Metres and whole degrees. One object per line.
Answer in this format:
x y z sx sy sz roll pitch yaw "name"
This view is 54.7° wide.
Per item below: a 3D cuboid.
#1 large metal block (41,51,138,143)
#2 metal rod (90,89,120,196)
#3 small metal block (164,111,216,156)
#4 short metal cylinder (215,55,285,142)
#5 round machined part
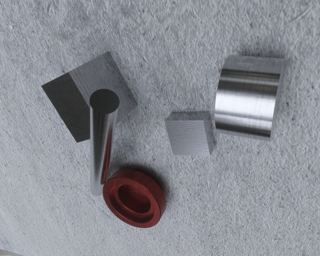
-0.084 -0.040 0.389 0.050 0.080 0.080 -16 110 34 "large metal block"
-0.077 0.041 0.395 0.025 0.025 0.299 34 152 5 "metal rod"
0.039 0.007 0.390 0.050 0.025 0.050 0 118 28 "small metal block"
0.090 -0.030 0.305 0.050 0.080 0.079 10 123 22 "short metal cylinder"
-0.035 0.103 0.476 0.098 0.042 0.097 13 124 20 "round machined part"
